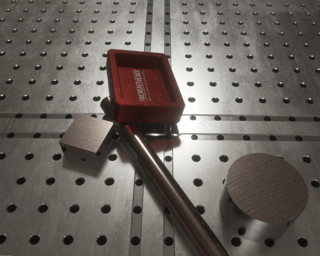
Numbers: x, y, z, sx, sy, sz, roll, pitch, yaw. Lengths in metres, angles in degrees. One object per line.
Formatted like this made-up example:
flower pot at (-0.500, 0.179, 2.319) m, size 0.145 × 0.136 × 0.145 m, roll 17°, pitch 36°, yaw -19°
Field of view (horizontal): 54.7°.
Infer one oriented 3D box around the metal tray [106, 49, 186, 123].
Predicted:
metal tray at (-0.025, -0.062, 0.436) m, size 0.091 × 0.030 × 0.130 m, roll 1°, pitch 44°, yaw -16°

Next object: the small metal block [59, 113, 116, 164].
small metal block at (-0.091, 0.013, 0.396) m, size 0.050 × 0.025 × 0.050 m, roll 15°, pitch 52°, yaw 12°

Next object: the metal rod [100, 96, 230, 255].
metal rod at (0.005, 0.063, 0.354) m, size 0.025 × 0.025 × 0.300 m, roll -25°, pitch 55°, yaw -20°

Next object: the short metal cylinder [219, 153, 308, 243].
short metal cylinder at (0.107, 0.074, 0.331) m, size 0.081 × 0.050 × 0.080 m, roll 0°, pitch 50°, yaw 0°
